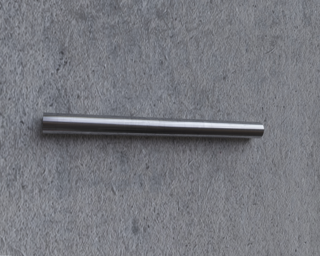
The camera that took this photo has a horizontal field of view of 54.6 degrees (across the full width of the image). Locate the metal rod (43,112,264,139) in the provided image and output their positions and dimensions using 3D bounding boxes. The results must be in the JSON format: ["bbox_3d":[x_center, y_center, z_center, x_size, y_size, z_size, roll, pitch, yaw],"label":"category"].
[{"bbox_3d":[0.006,-0.001,0.412,0.302,0.025,0.025,2,90,-20],"label":"metal rod"}]
